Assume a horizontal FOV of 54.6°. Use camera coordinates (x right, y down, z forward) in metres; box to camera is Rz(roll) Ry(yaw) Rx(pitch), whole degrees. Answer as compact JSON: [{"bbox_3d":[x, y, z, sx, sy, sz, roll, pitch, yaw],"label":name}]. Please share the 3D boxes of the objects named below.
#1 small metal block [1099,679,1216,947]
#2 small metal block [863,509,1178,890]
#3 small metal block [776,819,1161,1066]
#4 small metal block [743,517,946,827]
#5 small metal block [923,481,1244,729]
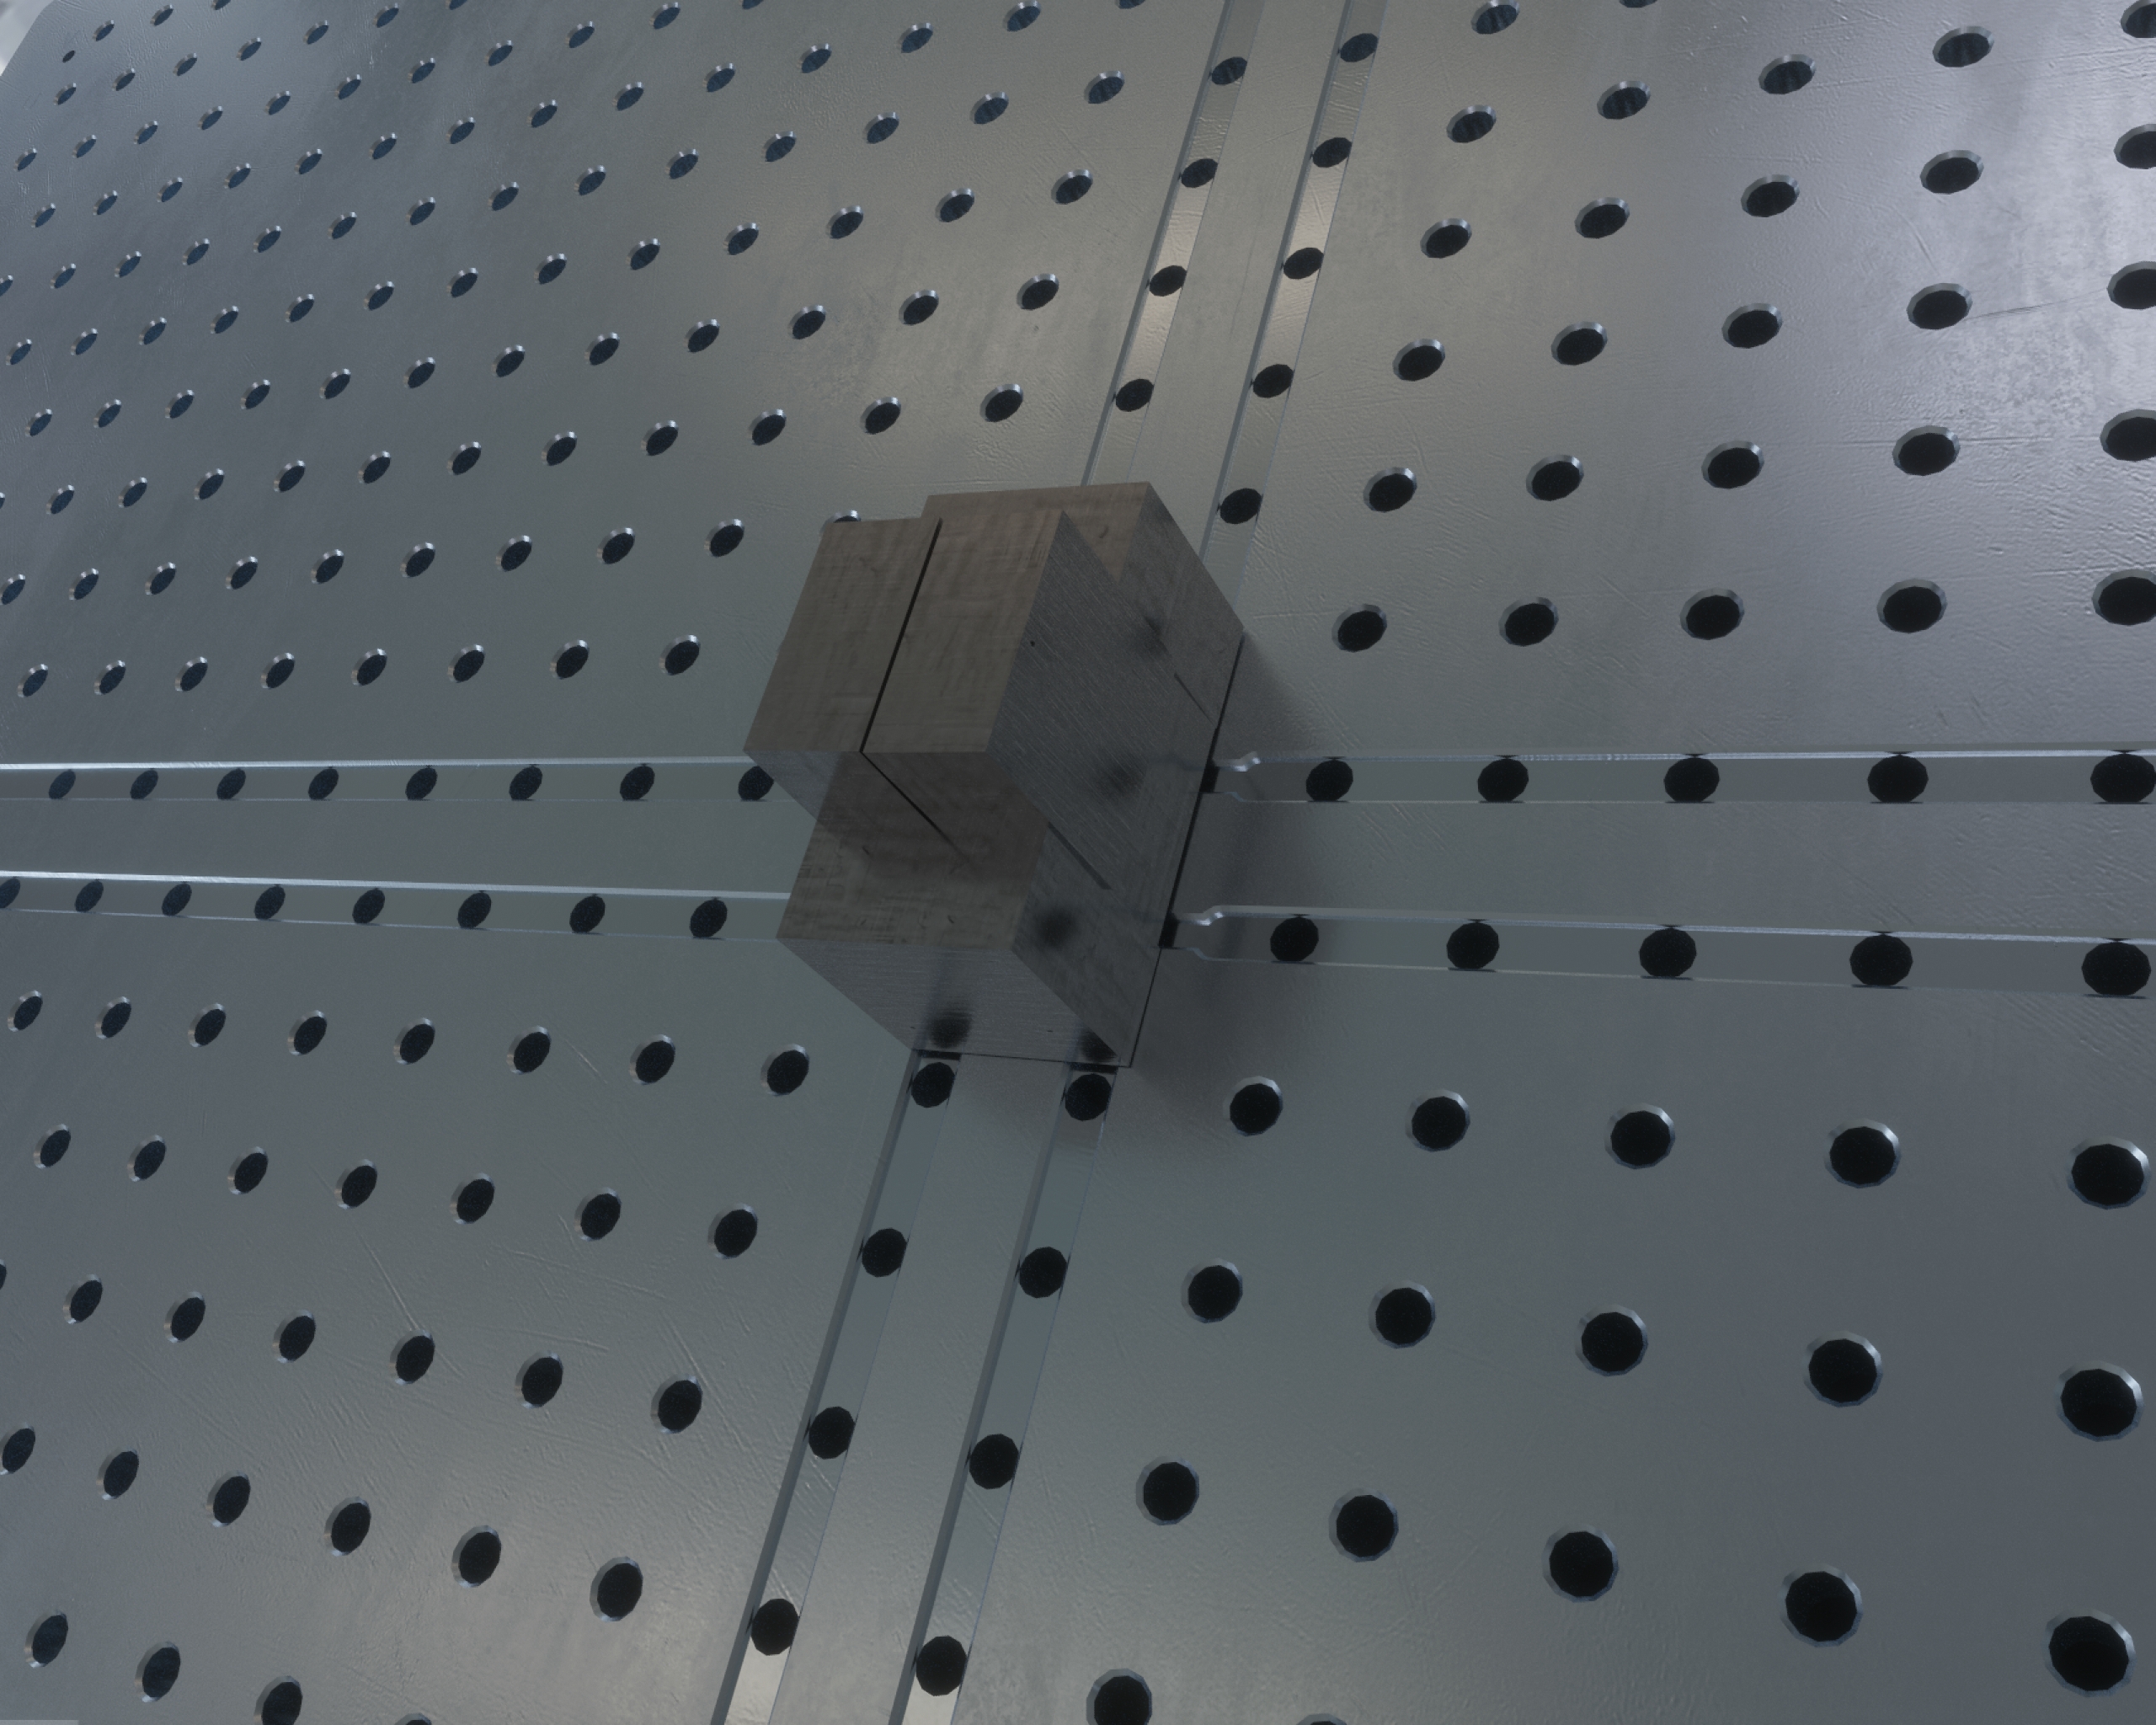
[{"bbox_3d":[-0.005,-0.012,0.419,0.050,0.025,0.050,1,62,30],"label":"small metal block"},{"bbox_3d":[-0.009,-0.029,0.383,0.025,0.050,0.050,1,62,30],"label":"small metal block"},{"bbox_3d":[-0.020,0.015,0.394,0.050,0.050,0.025,2,62,29],"label":"small metal block"},{"bbox_3d":[-0.032,-0.030,0.396,0.025,0.050,0.050,2,63,29],"label":"small metal block"},{"bbox_3d":[-0.001,-0.051,0.424,0.050,0.050,0.025,2,63,29],"label":"small metal block"}]
